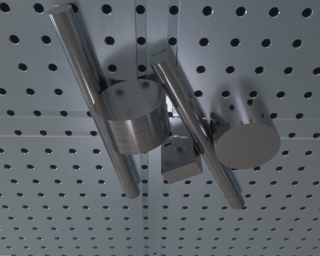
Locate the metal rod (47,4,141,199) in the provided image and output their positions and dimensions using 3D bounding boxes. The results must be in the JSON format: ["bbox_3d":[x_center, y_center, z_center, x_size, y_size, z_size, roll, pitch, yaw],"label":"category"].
[{"bbox_3d":[-0.072,-0.007,0.404,0.025,0.025,0.298,-9,130,7],"label":"metal rod"}]

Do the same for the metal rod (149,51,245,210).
[{"bbox_3d":[0.064,0.024,0.432,0.025,0.025,0.299,-21,128,16],"label":"metal rod"}]

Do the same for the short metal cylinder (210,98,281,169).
[{"bbox_3d":[0.109,0.008,0.404,0.081,0.050,0.079,0,130,0],"label":"short metal cylinder"}]

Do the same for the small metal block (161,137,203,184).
[{"bbox_3d":[0.030,0.045,0.434,0.050,0.050,0.025,-22,127,18],"label":"small metal block"}]

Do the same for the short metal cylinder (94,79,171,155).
[{"bbox_3d":[-0.031,-0.015,0.363,0.080,0.080,0.050,-7,130,6],"label":"short metal cylinder"}]
